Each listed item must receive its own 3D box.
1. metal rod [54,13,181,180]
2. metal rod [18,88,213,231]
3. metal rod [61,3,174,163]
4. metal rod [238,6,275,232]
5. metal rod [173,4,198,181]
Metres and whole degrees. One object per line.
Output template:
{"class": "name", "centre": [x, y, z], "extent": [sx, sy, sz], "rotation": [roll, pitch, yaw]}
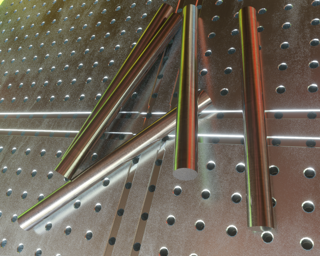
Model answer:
{"class": "metal rod", "centre": [-0.052, -0.057, 0.457], "extent": [0.025, 0.025, 0.300], "rotation": [21, 69, 35]}
{"class": "metal rod", "centre": [-0.062, 0.044, 0.411], "extent": [0.300, 0.025, 0.025], "rotation": [-35, 52, 4]}
{"class": "metal rod", "centre": [-0.059, -0.075, 0.483], "extent": [0.025, 0.025, 0.300], "rotation": [19, 71, 35]}
{"class": "metal rod", "centre": [0.111, -0.033, 0.369], "extent": [0.025, 0.025, 0.299], "rotation": [-8, 58, 24]}
{"class": "metal rod", "centre": [0.037, -0.070, 0.403], "extent": [0.025, 0.025, 0.300], "rotation": [-12, 48, 21]}
